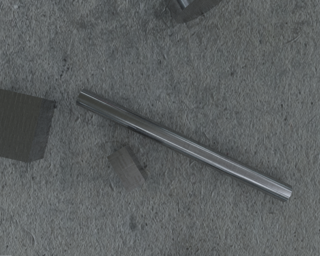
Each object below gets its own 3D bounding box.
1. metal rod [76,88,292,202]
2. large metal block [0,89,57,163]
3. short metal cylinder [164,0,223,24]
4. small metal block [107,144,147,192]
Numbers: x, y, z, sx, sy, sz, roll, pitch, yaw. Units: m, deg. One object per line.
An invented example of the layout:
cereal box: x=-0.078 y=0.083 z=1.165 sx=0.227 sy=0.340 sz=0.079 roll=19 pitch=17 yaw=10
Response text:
metal rod: x=0.032 y=0.023 z=0.410 sx=0.301 sy=0.025 sz=0.025 roll=25 pitch=90 yaw=0
large metal block: x=-0.189 y=-0.006 z=0.396 sx=0.080 sy=0.050 sz=0.080 roll=13 pitch=90 yaw=0
short metal cylinder: x=0.042 y=-0.174 z=0.383 sx=0.080 sy=0.080 sz=0.050 roll=-29 pitch=90 yaw=0
small metal block: x=-0.041 y=0.050 z=0.397 sx=0.025 sy=0.050 sz=0.050 roll=-31 pitch=90 yaw=0
